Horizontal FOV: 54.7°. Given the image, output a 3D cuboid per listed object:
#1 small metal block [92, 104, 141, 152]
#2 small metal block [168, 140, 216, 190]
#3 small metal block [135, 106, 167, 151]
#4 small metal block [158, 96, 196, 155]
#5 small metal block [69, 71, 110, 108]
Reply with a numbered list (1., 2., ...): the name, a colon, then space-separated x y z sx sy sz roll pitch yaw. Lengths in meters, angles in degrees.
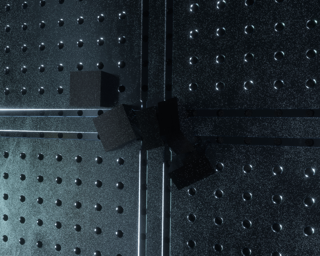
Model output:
1. small metal block: -0.059 0.000 0.432 0.050 0.025 0.050 -26 82 17
2. small metal block: 0.041 0.045 0.381 0.050 0.050 0.025 -29 101 17
3. small metal block: -0.004 0.000 0.400 0.025 0.050 0.050 -17 84 19
4. small metal block: 0.021 -0.002 0.381 0.025 0.050 0.050 -18 53 19
5. small metal block: -0.101 -0.055 0.447 0.050 0.025 0.050 2 91 19
